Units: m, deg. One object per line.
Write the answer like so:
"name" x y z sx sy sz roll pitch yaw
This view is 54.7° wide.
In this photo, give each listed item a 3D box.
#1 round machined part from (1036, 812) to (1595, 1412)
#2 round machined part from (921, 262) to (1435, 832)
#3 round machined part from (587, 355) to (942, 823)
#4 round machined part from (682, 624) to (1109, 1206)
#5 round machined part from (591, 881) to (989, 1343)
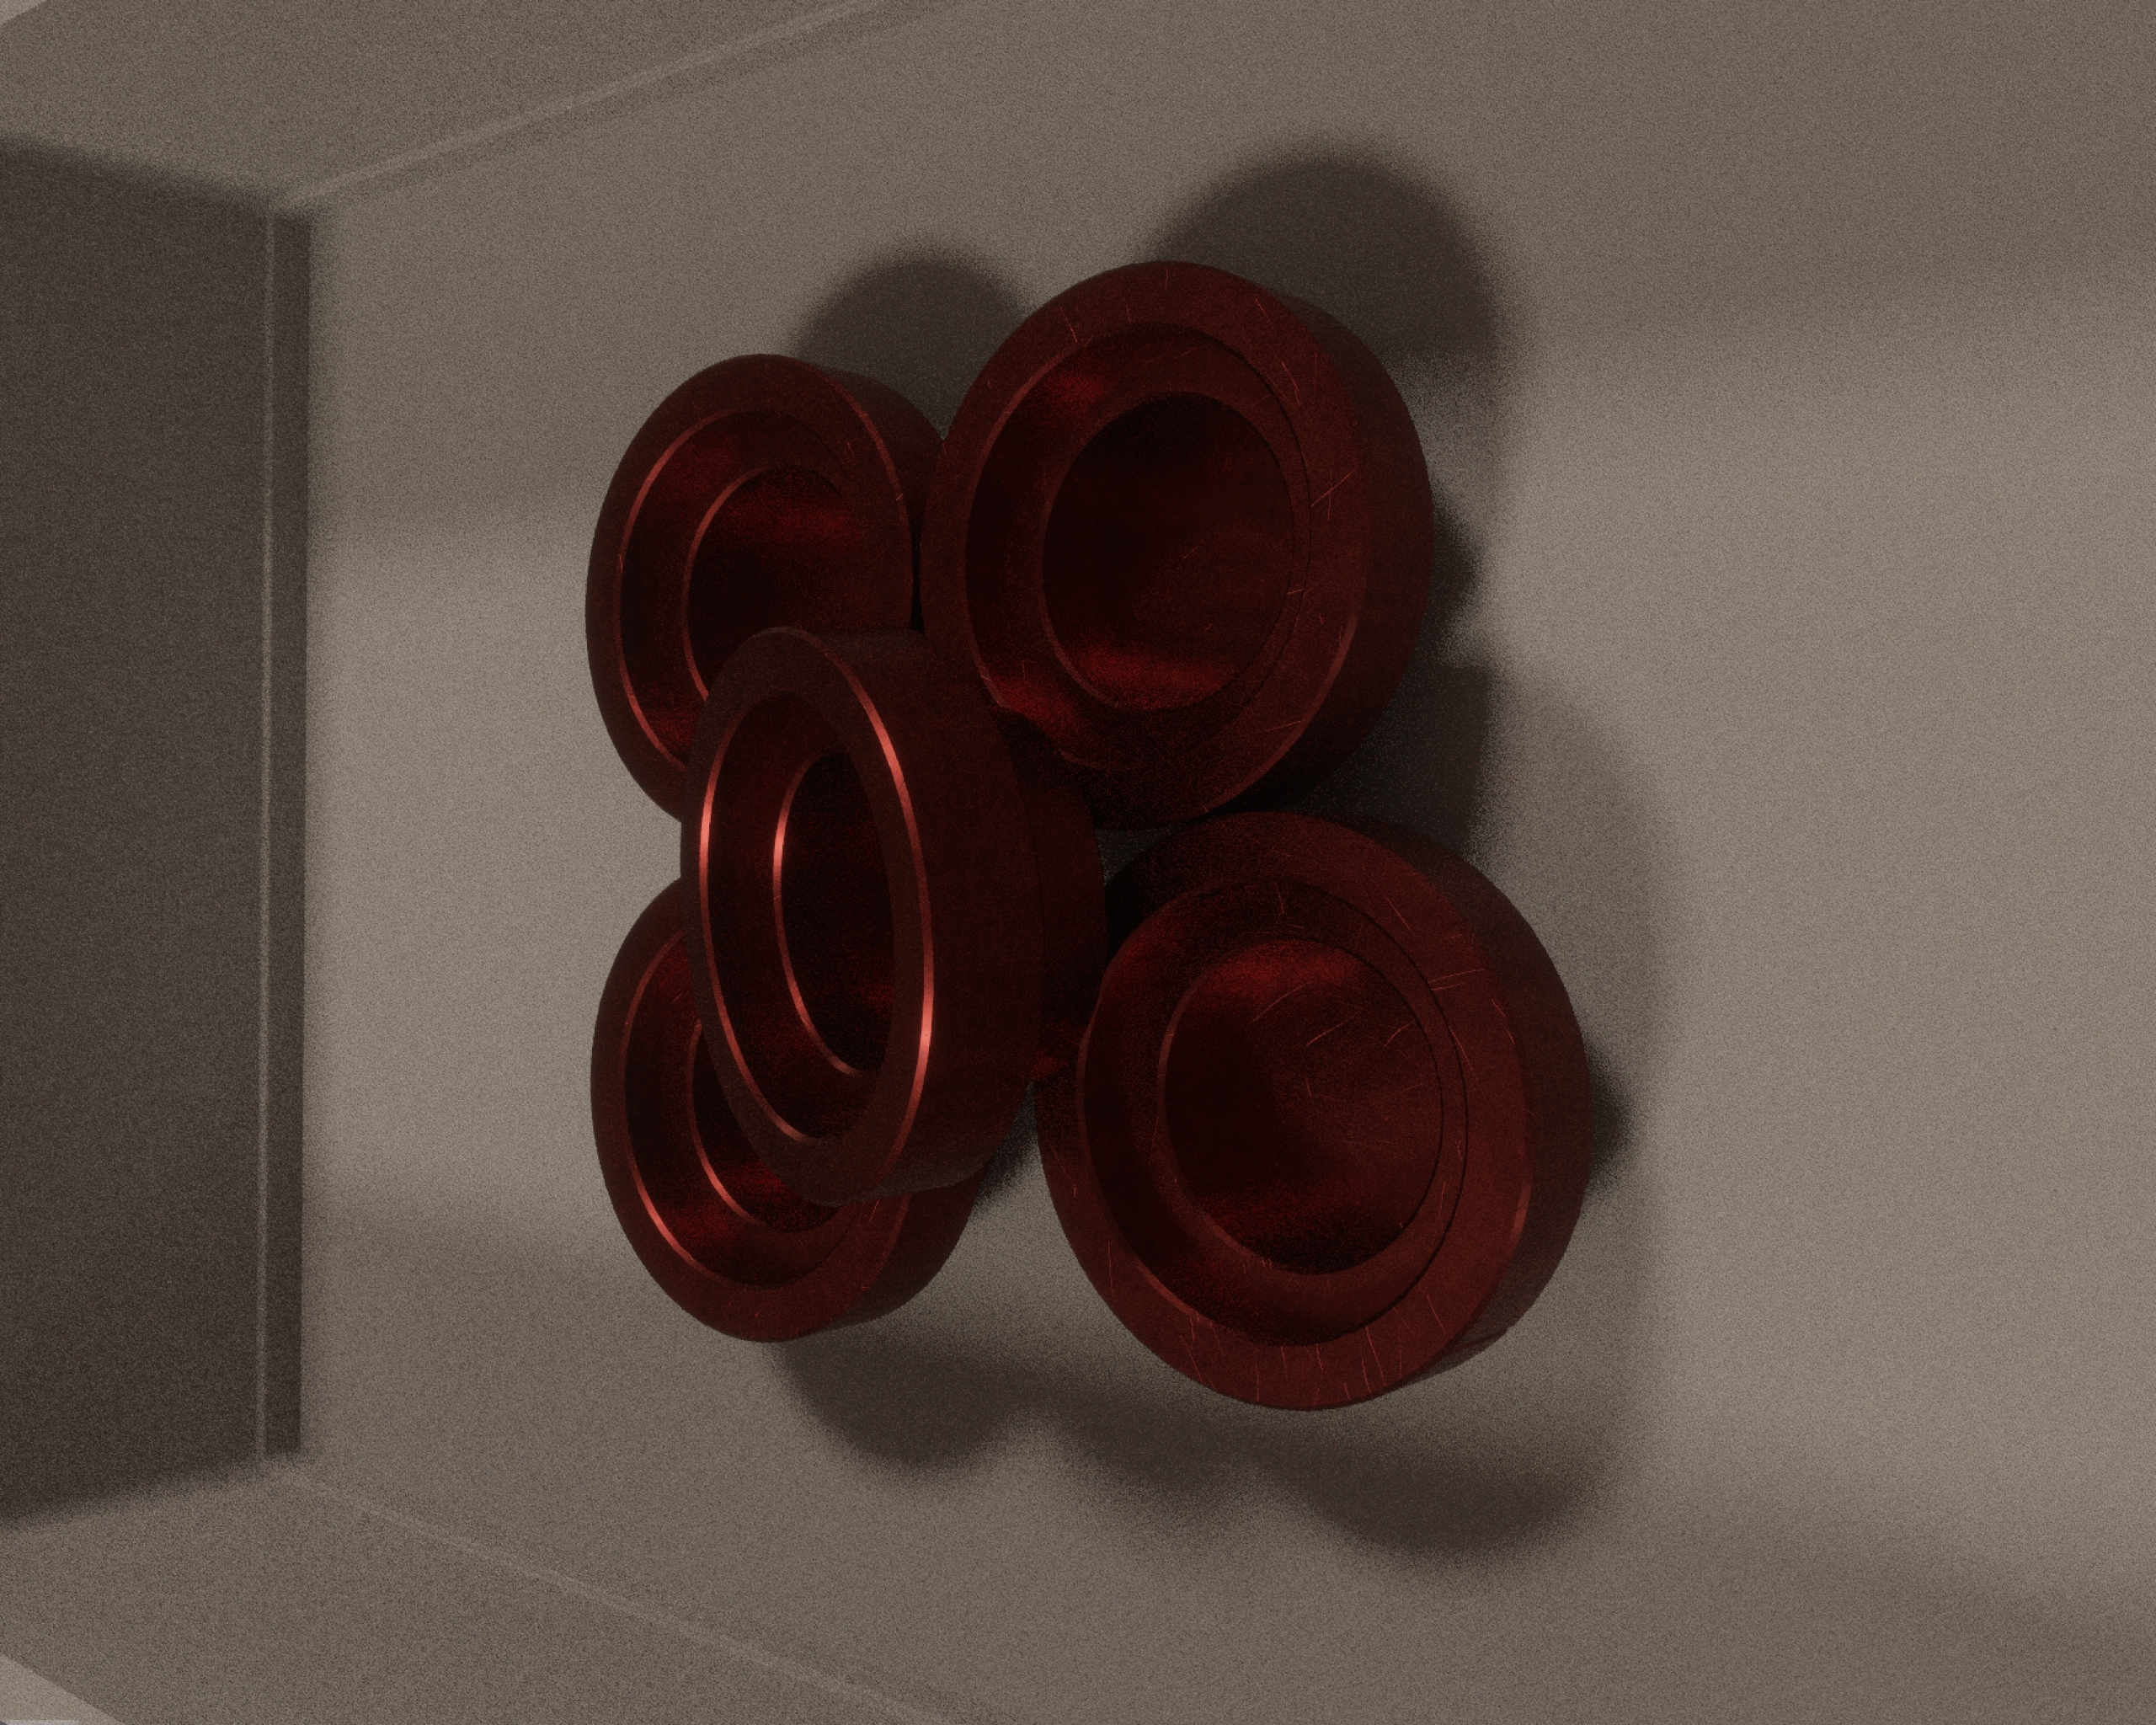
"round machined part" 0.043 0.040 0.356 0.098 0.042 0.097 0 90 39
"round machined part" 0.021 -0.054 0.374 0.098 0.042 0.097 0 90 39
"round machined part" -0.056 -0.054 0.437 0.098 0.042 0.097 0 90 39
"round machined part" -0.030 0.007 0.361 0.098 0.042 0.097 14 106 56
"round machined part" -0.054 0.048 0.436 0.098 0.042 0.097 0 90 39
